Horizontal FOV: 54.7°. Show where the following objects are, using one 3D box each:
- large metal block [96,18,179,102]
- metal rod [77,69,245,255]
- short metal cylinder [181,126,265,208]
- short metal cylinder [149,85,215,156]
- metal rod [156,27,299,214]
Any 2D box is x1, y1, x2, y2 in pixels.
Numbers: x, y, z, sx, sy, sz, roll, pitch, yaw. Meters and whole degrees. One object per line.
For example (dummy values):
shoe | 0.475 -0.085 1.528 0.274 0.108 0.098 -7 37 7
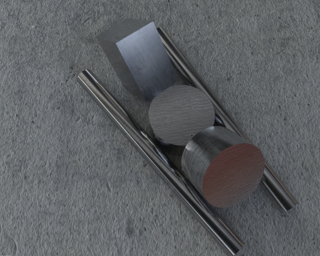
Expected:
large metal block | -0.030 -0.090 0.396 0.050 0.080 0.080 -35 32 -12
metal rod | -0.009 0.034 0.396 0.025 0.025 0.300 -39 75 -13
short metal cylinder | 0.072 0.044 0.358 0.080 0.080 0.050 -30 31 -10
short metal cylinder | 0.026 -0.008 0.399 0.081 0.050 0.080 0 70 0
metal rod | 0.076 -0.022 0.417 0.025 0.025 0.299 -31 73 -11
